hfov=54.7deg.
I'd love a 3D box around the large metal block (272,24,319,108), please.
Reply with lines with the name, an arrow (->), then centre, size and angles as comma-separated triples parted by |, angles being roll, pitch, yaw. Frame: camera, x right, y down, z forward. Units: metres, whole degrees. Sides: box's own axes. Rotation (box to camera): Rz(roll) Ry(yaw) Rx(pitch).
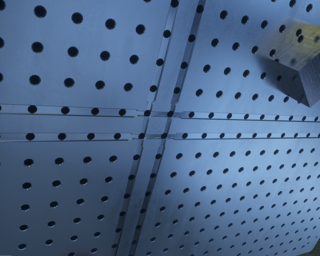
large metal block -> 0.226, -0.091, 0.462 | 0.080, 0.050, 0.080 | -41, 130, 0
